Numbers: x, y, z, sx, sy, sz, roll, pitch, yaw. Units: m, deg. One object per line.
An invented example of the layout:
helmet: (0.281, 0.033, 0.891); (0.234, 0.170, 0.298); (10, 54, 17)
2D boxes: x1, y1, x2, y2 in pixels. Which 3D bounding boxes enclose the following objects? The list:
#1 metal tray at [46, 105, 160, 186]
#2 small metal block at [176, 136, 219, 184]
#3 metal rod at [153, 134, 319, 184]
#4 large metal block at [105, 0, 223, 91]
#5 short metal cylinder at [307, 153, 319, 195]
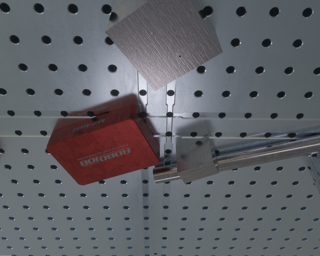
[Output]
metal tray: (-0.076, 0.028, 0.431); (0.130, 0.030, 0.090); (-17, 128, 14)
small metal block: (0.051, 0.044, 0.433); (0.050, 0.050, 0.025); (-20, 127, 16)
metal rod: (0.138, 0.040, 0.446); (0.301, 0.025, 0.025); (-13, 129, 10)
large metal block: (0.005, -0.097, 0.312); (0.080, 0.050, 0.080); (-28, 125, 21)
short metal cylinder: (0.266, 0.066, 0.454); (0.081, 0.050, 0.079); (0, 130, 0)
